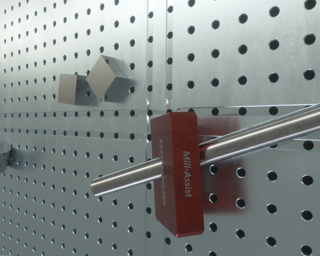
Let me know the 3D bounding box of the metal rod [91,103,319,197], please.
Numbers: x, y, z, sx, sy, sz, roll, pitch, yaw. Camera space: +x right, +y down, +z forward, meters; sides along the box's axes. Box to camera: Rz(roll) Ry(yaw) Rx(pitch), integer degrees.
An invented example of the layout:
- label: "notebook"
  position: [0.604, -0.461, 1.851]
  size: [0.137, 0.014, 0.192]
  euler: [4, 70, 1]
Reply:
- label: "metal rod"
  position: [0.038, 0.033, 0.350]
  size: [0.300, 0.025, 0.025]
  euler: [-21, 76, 29]

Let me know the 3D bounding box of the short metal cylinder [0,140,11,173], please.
- label: "short metal cylinder"
  position: [-0.379, 0.062, 0.687]
  size: [0.080, 0.081, 0.050]
  euler: [29, 108, 36]

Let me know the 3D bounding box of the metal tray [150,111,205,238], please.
- label: "metal tray"
  position: [0.017, 0.050, 0.362]
  size: [0.090, 0.030, 0.129]
  euler: [168, 99, -74]

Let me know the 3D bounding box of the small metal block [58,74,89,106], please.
- label: "small metal block"
  position: [-0.149, -0.066, 0.533]
  size: [0.050, 0.025, 0.050]
  euler: [10, 97, 39]

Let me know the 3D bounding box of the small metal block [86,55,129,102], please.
- label: "small metal block"
  position: [-0.082, -0.076, 0.478]
  size: [0.050, 0.025, 0.050]
  euler: [-50, 61, 28]
